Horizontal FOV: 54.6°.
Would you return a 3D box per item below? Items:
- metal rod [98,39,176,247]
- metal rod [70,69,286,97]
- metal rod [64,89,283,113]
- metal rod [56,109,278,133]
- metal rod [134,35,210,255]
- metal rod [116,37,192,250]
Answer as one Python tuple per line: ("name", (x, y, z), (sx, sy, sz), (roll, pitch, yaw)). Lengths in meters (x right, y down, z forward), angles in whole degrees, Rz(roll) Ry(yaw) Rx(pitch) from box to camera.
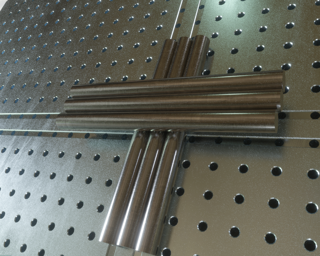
("metal rod", (-0.021, 0.002, 0.419), (0.025, 0.025, 0.300), (2, 62, 29))
("metal rod", (0.003, -0.053, 0.408), (0.300, 0.025, 0.025), (1, 62, 28))
("metal rod", (-0.004, -0.031, 0.398), (0.300, 0.025, 0.025), (1, 62, 28))
("metal rod", (-0.013, -0.009, 0.389), (0.300, 0.025, 0.025), (1, 62, 28))
("metal rod", (0.023, 0.003, 0.395), (0.025, 0.025, 0.300), (2, 62, 29))
("metal rod", (0.001, 0.002, 0.407), (0.025, 0.025, 0.300), (2, 62, 29))
